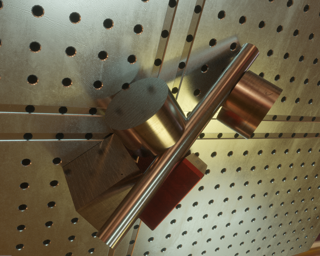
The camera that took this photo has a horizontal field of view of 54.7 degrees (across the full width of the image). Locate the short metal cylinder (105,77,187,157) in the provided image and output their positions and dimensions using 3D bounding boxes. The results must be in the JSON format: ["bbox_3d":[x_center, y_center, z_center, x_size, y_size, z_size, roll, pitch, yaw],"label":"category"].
[{"bbox_3d":[-0.016,-0.013,0.360,0.080,0.080,0.050,-37,130,-4],"label":"short metal cylinder"}]

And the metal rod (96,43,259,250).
[{"bbox_3d":[0.033,0.006,0.365,0.301,0.025,0.025,-51,132,-20],"label":"metal rod"}]

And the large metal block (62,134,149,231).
[{"bbox_3d":[-0.064,0.064,0.381,0.080,0.080,0.050,-34,129,-6],"label":"large metal block"}]

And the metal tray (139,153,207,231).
[{"bbox_3d":[0.021,0.079,0.419,0.090,0.030,0.130,-48,171,6],"label":"metal tray"}]

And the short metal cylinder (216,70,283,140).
[{"bbox_3d":[0.120,-0.031,0.418,0.080,0.050,0.080,-51,166,-17],"label":"short metal cylinder"}]
